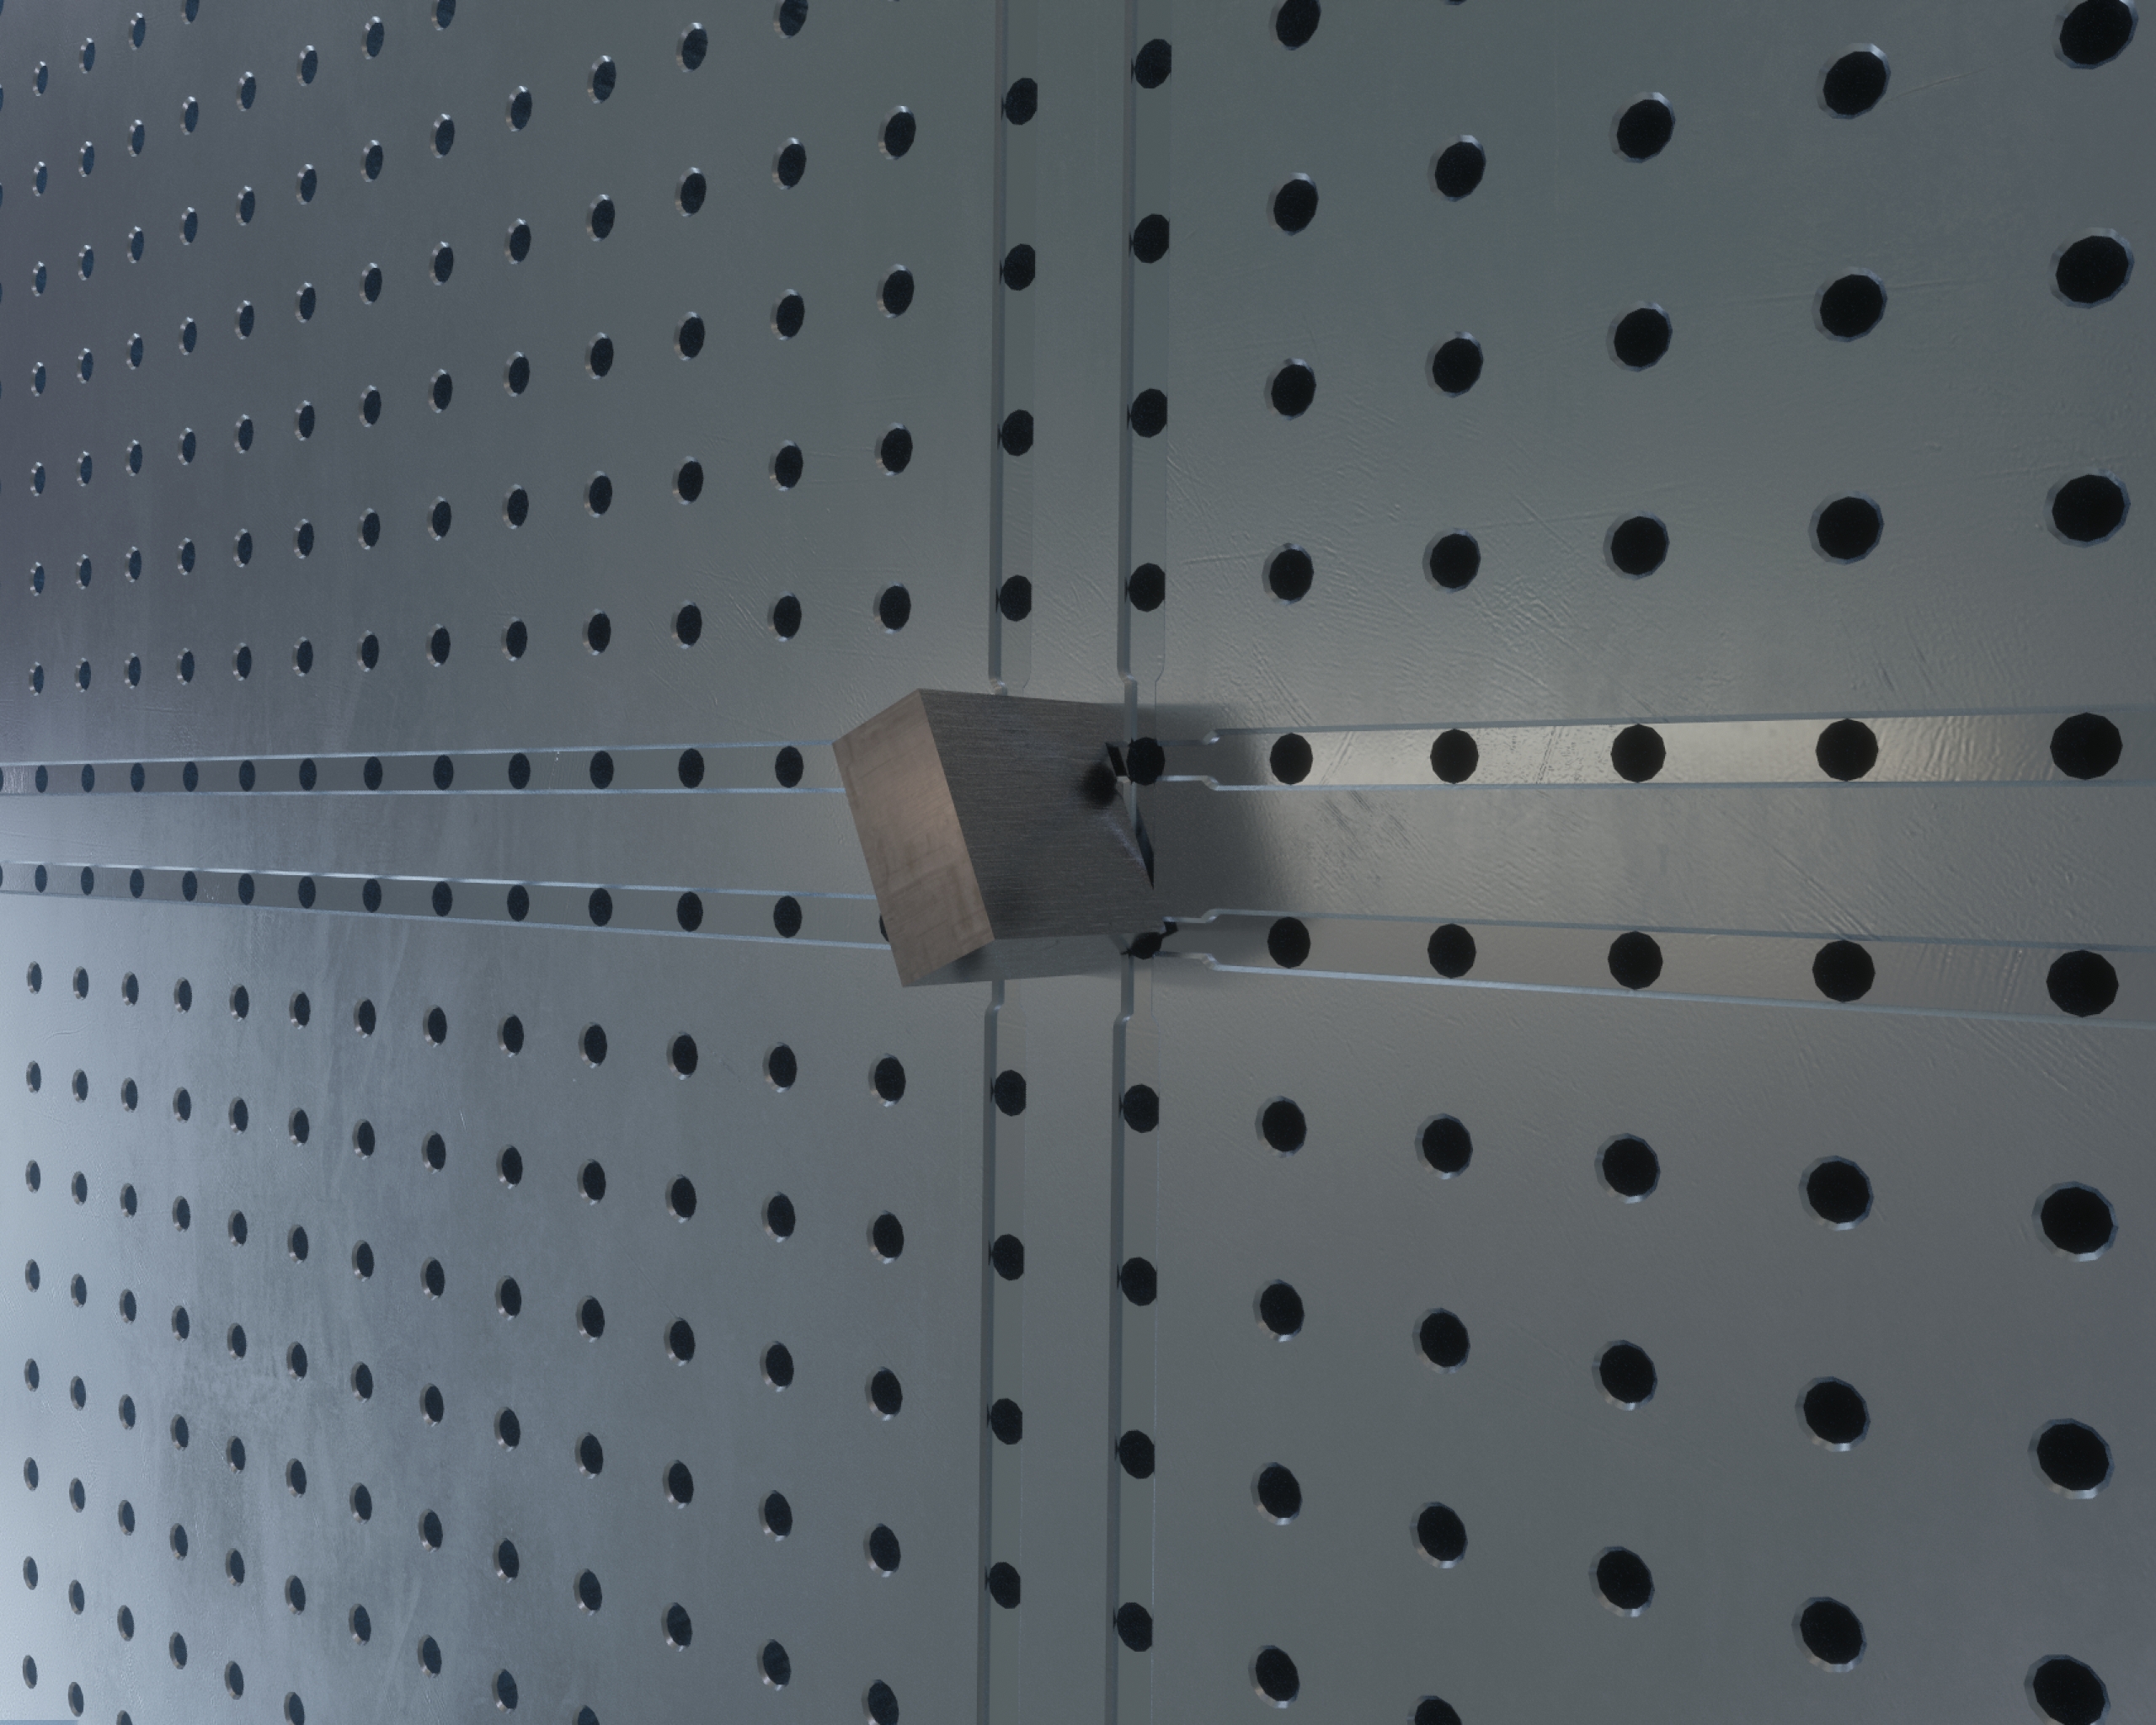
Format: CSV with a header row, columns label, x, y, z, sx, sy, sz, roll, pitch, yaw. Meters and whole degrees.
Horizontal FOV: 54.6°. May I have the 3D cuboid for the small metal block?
label,x,y,z,sx,sy,sz,roll,pitch,yaw
small metal block,-0.015,-0.005,0.406,0.025,0.050,0.050,-28,72,37
